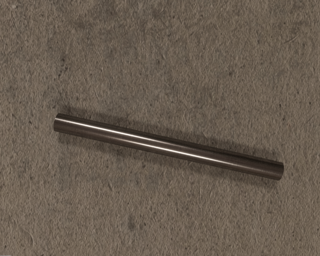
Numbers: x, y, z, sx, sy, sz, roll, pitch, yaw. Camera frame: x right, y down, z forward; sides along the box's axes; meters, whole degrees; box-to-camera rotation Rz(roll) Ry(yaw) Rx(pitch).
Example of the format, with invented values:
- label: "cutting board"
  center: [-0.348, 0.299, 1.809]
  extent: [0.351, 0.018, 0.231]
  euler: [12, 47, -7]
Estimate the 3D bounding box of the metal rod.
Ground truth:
- label: "metal rod"
  center: [0.012, 0.025, 0.410]
  extent: [0.302, 0.025, 0.025]
  euler: [13, 90, -1]
